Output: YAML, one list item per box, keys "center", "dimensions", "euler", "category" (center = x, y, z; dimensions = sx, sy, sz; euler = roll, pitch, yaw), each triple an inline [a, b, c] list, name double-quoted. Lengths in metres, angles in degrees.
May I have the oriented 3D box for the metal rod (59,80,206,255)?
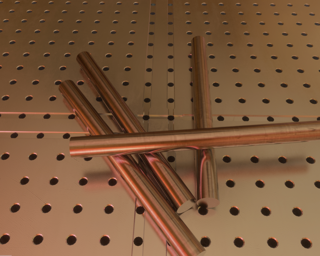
- center: [-0.051, 0.033, 0.379]
  dimensions: [0.025, 0.025, 0.300]
  euler: [-28, 56, -22]
  category: "metal rod"

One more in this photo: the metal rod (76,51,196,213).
- center: [-0.047, -0.014, 0.419]
  dimensions: [0.025, 0.025, 0.300]
  euler: [-24, 54, -19]
  category: "metal rod"

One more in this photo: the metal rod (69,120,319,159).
- center: [0.050, 0.013, 0.363]
  dimensions: [0.302, 0.025, 0.025]
  euler: [-4, 50, -4]
  category: "metal rod"

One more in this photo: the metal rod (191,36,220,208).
- center: [0.059, -0.033, 0.435]
  dimensions: [0.025, 0.025, 0.300]
  euler: [2, 50, 2]
  category: "metal rod"
